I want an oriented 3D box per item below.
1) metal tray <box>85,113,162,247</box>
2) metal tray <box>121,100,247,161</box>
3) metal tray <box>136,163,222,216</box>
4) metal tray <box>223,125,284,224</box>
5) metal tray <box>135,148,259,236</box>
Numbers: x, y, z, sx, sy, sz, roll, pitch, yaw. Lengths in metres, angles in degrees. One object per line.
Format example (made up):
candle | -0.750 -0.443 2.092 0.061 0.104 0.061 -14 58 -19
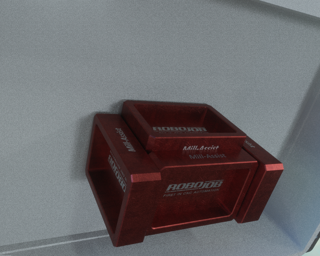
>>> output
metal tray | -0.048 0.051 0.344 0.030 0.130 0.089 0 119 -29
metal tray | 0.027 0.001 0.378 0.131 0.090 0.030 0 119 -28
metal tray | 0.006 0.079 0.415 0.131 0.090 0.030 0 118 -29
metal tray | 0.096 0.052 0.422 0.030 0.130 0.089 1 119 -29
metal tray | 0.041 0.070 0.352 0.131 0.030 0.089 1 118 -29
